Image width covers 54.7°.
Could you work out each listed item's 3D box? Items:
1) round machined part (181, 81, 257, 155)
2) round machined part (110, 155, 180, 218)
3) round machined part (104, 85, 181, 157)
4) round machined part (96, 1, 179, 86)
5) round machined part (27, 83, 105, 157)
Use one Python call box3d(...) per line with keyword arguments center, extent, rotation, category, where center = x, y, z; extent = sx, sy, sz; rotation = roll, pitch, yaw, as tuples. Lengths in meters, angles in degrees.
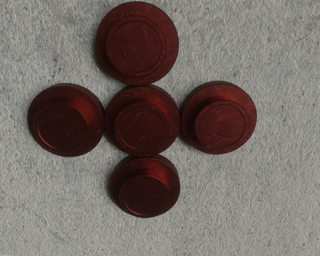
box3d(center=(0.076, -0.009, 0.400), extent=(0.099, 0.042, 0.097), rotation=(0, 110, -1), category="round machined part")
box3d(center=(-0.020, 0.086, 0.433), extent=(0.099, 0.042, 0.097), rotation=(0, 110, -1), category="round machined part")
box3d(center=(-0.023, -0.006, 0.400), extent=(0.099, 0.042, 0.097), rotation=(0, 110, -1), category="round machined part")
box3d(center=(-0.027, -0.098, 0.366), extent=(0.099, 0.042, 0.097), rotation=(0, 110, -1), category="round machined part")
box3d(center=(-0.121, -0.006, 0.398), extent=(0.099, 0.042, 0.097), rotation=(0, 110, -1), category="round machined part")
